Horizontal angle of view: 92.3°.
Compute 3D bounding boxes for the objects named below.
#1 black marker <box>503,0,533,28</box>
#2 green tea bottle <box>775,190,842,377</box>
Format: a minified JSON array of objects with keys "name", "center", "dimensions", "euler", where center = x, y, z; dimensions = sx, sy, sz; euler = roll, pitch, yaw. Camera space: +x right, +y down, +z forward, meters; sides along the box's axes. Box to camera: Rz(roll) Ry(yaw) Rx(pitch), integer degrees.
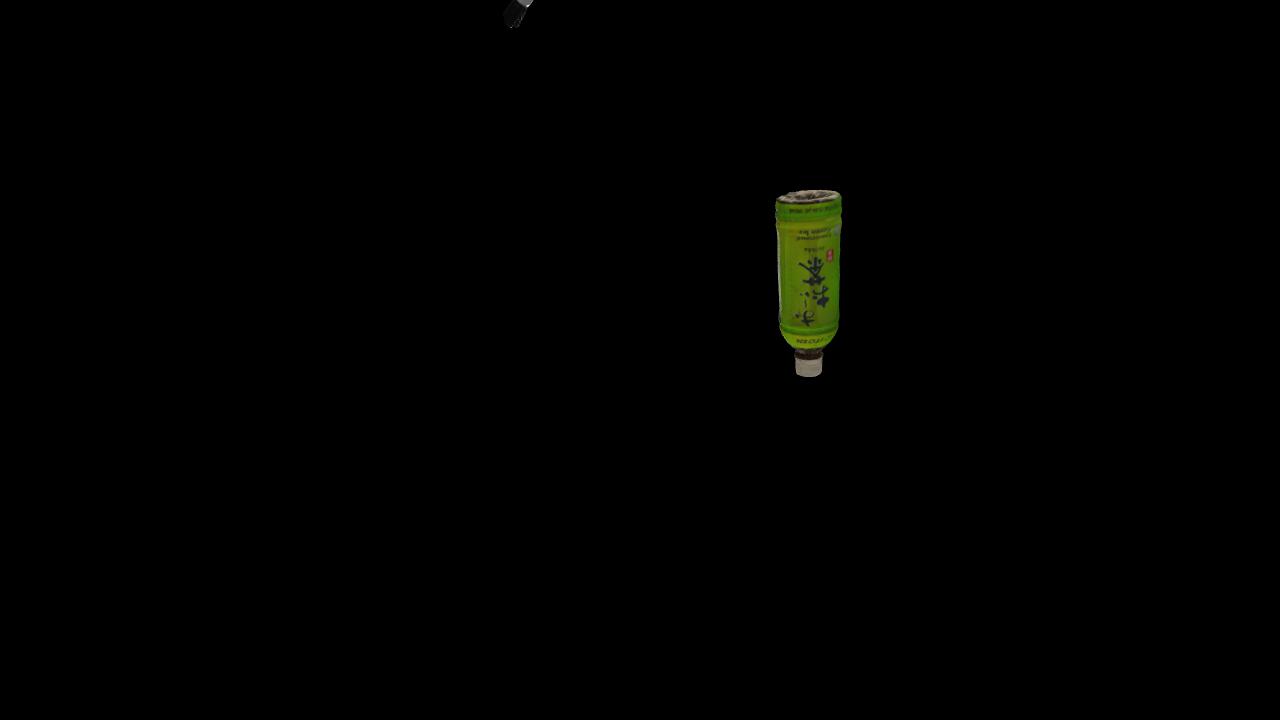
[{"name":"black marker","center":[-0.099,-0.377,0.600],"dimensions":[0.020,0.020,0.121],"euler":[0,-32,-48]},{"name":"green tea bottle","center":[0.191,-0.081,0.699],"dimensions":[0.073,0.212,0.073],"euler":[-6,25,3]}]
